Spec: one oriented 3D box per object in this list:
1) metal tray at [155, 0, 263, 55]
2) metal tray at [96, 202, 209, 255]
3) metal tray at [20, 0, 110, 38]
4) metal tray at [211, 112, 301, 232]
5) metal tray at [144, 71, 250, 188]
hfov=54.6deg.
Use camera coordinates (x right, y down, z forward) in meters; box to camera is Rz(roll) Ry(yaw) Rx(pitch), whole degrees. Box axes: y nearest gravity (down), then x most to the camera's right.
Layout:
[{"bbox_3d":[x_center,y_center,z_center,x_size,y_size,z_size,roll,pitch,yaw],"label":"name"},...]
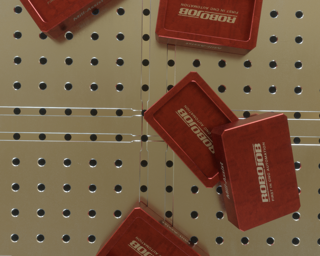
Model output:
[{"bbox_3d":[0.064,-0.153,0.411,0.131,0.030,0.090,8,90,0],"label":"metal tray"},{"bbox_3d":[-0.007,0.174,0.410,0.130,0.030,0.090,39,90,0],"label":"metal tray"},{"bbox_3d":[-0.121,-0.193,0.409,0.130,0.030,0.090,-35,90,0],"label":"metal tray"},{"bbox_3d":[0.122,0.053,0.390,0.091,0.030,0.129,-15,100,-14],"label":"metal tray"},{"bbox_3d":[0.053,0.002,0.411,0.090,0.030,0.130,-42,90,0],"label":"metal tray"}]
